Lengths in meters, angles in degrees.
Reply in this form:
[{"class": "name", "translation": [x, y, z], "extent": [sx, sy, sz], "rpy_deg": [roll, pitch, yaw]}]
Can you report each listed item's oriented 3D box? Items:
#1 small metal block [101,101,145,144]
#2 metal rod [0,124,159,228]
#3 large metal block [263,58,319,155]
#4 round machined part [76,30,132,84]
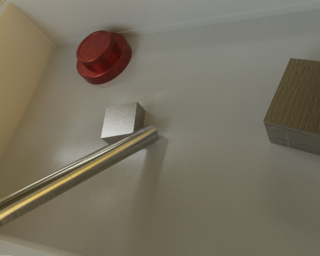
[{"class": "small metal block", "translation": [-0.051, -0.006, 0.434], "extent": [0.050, 0.025, 0.050], "rpy_deg": [-9, 58, 23]}, {"class": "metal rod", "translation": [-0.120, 0.064, 0.324], "extent": [0.302, 0.025, 0.025], "rpy_deg": [-28, 43, -35]}, {"class": "large metal block", "translation": [0.163, -0.020, 0.316], "extent": [0.080, 0.050, 0.080], "rpy_deg": [17, 70, 34]}, {"class": "round machined part", "translation": [-0.101, -0.125, 0.523], "extent": [0.098, 0.042, 0.098], "rpy_deg": [-13, 56, 20]}]
